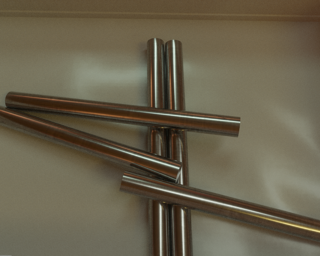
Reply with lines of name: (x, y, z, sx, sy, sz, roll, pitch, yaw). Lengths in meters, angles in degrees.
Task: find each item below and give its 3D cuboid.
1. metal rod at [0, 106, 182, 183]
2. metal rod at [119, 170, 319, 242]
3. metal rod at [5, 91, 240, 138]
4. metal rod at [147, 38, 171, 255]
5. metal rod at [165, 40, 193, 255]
metal rod: (-0.120, 0.010, 0.389, 0.301, 0.025, 0.025, 16, 71, 11)
metal rod: (0.103, 0.098, 0.355, 0.302, 0.025, 0.025, 15, 71, -1)
metal rod: (-0.053, -0.019, 0.394, 0.301, 0.025, 0.025, 7, 70, 9)
metal rod: (-0.003, 0.017, 0.400, 0.025, 0.025, 0.299, -1, 70, -1)
metal rod: (0.023, 0.019, 0.400, 0.025, 0.025, 0.299, -1, 70, -1)
